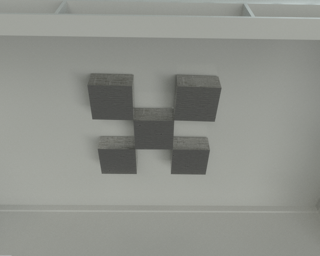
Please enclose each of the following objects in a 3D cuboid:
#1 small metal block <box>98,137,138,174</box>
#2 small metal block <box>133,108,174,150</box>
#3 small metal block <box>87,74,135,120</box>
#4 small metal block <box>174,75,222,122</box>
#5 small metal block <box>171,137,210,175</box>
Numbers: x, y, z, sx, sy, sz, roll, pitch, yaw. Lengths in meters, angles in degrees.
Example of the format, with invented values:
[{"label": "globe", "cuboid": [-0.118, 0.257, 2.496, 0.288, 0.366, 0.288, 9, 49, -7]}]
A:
[{"label": "small metal block", "cuboid": [-0.058, 0.039, 0.439, 0.050, 0.025, 0.050, 0, 130, -1]}, {"label": "small metal block", "cuboid": [-0.008, 0.002, 0.407, 0.050, 0.025, 0.050, 0, 130, -1]}, {"label": "small metal block", "cuboid": [-0.057, -0.037, 0.374, 0.050, 0.025, 0.050, 1, 130, -1]}, {"label": "small metal block", "cuboid": [0.044, -0.035, 0.376, 0.050, 0.025, 0.050, 2, 130, -2]}, {"label": "small metal block", "cuboid": [0.041, 0.040, 0.440, 0.050, 0.025, 0.050, 1, 130, -1]}]
